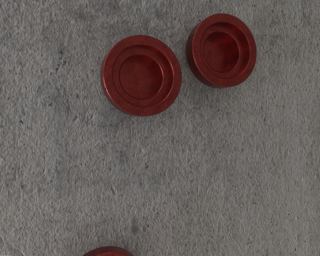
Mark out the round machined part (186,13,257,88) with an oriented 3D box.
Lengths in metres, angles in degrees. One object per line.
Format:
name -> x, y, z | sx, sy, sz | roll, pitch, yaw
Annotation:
round machined part -> 0.080, -0.103, 0.429 | 0.099, 0.042, 0.097 | 0, 90, -20

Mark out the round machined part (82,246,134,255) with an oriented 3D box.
round machined part -> -0.067, 0.192, 0.375 | 0.099, 0.042, 0.097 | 0, 90, -20

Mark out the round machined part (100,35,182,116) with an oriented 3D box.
round machined part -> -0.026, -0.063, 0.390 | 0.099, 0.042, 0.097 | 0, 90, -20
